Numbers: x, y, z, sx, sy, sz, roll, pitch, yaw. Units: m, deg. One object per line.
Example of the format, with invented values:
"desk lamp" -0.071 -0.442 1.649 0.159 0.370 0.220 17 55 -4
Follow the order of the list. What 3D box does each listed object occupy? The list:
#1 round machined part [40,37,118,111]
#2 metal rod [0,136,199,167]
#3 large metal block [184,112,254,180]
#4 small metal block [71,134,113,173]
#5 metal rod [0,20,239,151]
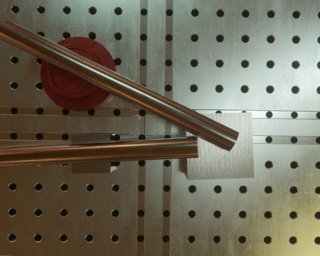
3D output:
"round machined part" -0.107 -0.071 0.403 0.099 0.042 0.097 0 90 -1
"metal rod" -0.104 0.032 0.385 0.301 0.025 0.025 -4 90 10
"large metal block" 0.072 0.022 0.399 0.081 0.050 0.079 -2 90 -1
"small metal block" -0.089 0.034 0.413 0.050 0.025 0.050 0 90 -1
"metal rod" -0.049 -0.050 0.364 0.301 0.025 0.025 26 90 2
